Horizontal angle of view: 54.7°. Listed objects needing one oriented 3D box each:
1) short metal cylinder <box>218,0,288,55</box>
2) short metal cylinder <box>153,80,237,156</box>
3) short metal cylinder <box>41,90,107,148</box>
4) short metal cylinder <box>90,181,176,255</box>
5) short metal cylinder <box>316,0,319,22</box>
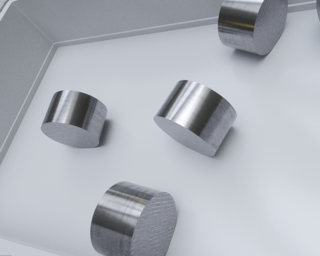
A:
[{"bbox_3d":[0.118,-0.138,0.393,0.050,0.080,0.080,27,77,37],"label":"short metal cylinder"},{"bbox_3d":[0.040,-0.010,0.356,0.080,0.080,0.050,24,75,36],"label":"short metal cylinder"},{"bbox_3d":[-0.120,-0.010,0.440,0.080,0.080,0.050,-4,60,26],"label":"short metal cylinder"},{"bbox_3d":[-0.025,0.100,0.322,0.050,0.080,0.080,9,66,32],"label":"short metal cylinder"},{"bbox_3d":[0.215,-0.124,0.334,0.050,0.080,0.080,-27,53,12],"label":"short metal cylinder"}]
